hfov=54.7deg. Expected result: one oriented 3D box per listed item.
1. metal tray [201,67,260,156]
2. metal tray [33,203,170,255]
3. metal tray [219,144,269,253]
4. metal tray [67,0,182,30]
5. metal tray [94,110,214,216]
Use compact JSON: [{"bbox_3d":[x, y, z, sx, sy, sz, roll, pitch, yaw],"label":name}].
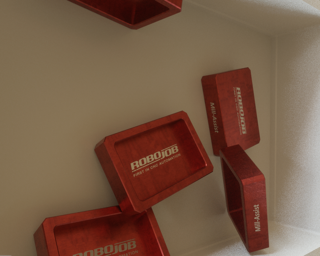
[{"bbox_3d":[0.117,-0.027,0.501,0.091,0.030,0.129,-18,102,-38],"label":"metal tray"},{"bbox_3d":[-0.055,0.132,0.326,0.131,0.030,0.090,1,53,-40],"label":"metal tray"},{"bbox_3d":[0.121,0.101,0.449,0.030,0.090,0.129,-14,116,-3],"label":"metal tray"},{"bbox_3d":[-0.051,-0.149,0.321,0.131,0.090,0.030,12,82,-39],"label":"metal tray"},{"bbox_3d":[-0.003,0.038,0.380,0.131,0.030,0.090,-20,81,-38],"label":"metal tray"}]
